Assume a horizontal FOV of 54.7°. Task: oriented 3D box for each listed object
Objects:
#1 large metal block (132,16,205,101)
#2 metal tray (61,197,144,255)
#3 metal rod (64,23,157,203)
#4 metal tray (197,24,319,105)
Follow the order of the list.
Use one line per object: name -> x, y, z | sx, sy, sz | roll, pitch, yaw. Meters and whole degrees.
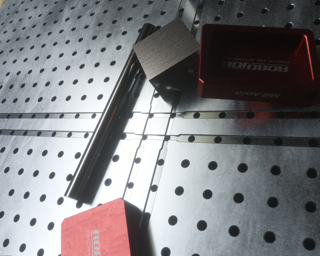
large metal block -> 0.017, -0.099, 0.444 | 0.080, 0.050, 0.080 | -30, 52, 8
metal tray -> -0.064, 0.154, 0.344 | 0.090, 0.030, 0.130 | -23, 53, 14
metal rod -> -0.066, -0.036, 0.465 | 0.025, 0.025, 0.300 | 7, 65, 31
metal tray -> 0.112, -0.076, 0.361 | 0.131, 0.030, 0.090 | 4, 61, 4
